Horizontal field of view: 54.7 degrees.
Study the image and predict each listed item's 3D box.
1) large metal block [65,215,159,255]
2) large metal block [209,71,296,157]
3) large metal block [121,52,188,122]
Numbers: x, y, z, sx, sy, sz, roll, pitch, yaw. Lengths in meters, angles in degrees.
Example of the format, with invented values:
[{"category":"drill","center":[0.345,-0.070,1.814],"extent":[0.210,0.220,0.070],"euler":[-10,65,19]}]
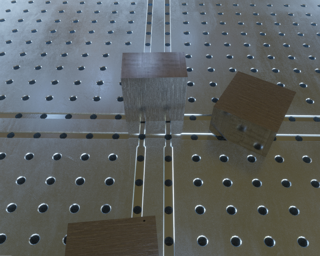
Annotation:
[{"category":"large metal block","center":[-0.041,0.131,0.281],"extent":[0.081,0.050,0.080],"euler":[-4,50,-4]},{"category":"large metal block","center":[0.121,-0.021,0.410],"extent":[0.080,0.050,0.080],"euler":[25,54,19]},{"category":"large metal block","center":[-0.008,-0.054,0.417],"extent":[0.081,0.080,0.050],"euler":[-1,50,-2]}]
